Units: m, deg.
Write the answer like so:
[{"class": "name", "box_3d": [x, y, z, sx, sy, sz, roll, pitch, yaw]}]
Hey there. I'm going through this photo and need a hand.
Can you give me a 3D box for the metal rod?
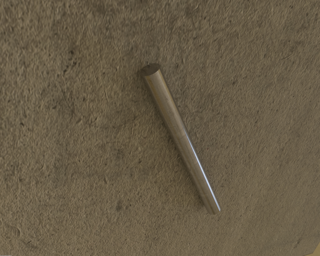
[{"class": "metal rod", "box_3d": [0.041, 0.037, 0.451, 0.025, 0.025, 0.299, -33, 129, -7]}]
